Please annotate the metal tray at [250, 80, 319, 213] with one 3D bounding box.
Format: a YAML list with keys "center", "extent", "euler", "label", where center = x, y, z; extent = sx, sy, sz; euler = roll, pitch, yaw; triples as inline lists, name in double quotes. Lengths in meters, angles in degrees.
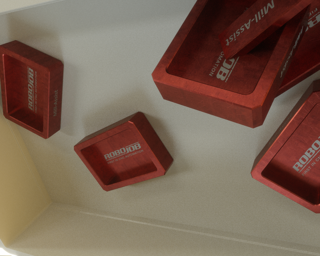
- center: [0.169, 0.024, 0.331]
  extent: [0.090, 0.030, 0.129]
  euler: [30, 128, 8]
  label: "metal tray"

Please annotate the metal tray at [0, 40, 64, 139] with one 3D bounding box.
- center: [-0.196, -0.055, 0.471]
  extent: [0.090, 0.030, 0.129]
  euler: [26, 127, 12]
  label: "metal tray"

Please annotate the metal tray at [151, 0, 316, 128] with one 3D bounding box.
- center: [0.063, -0.073, 0.257]
  extent: [0.090, 0.130, 0.030]
  euler: [21, 161, 27]
  label: "metal tray"

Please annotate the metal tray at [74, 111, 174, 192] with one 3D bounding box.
- center: [-0.056, 0.039, 0.457]
  extent: [0.130, 0.030, 0.090]
  euler: [-22, 107, 36]
  label: "metal tray"

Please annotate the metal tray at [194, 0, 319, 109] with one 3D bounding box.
- center: [0.105, -0.072, 0.271]
  extent: [0.091, 0.030, 0.129]
  euler: [16, 141, -37]
  label: "metal tray"
